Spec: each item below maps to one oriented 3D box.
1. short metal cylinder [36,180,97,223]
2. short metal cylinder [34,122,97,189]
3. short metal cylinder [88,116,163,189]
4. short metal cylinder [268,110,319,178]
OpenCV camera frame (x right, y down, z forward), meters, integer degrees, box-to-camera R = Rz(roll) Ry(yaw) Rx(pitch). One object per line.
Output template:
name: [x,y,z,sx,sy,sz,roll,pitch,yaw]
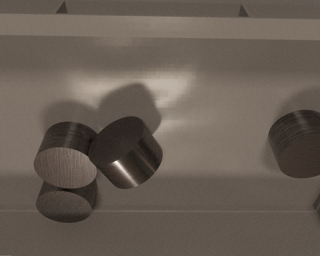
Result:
short metal cylinder: [-0.142,0.102,0.478,0.081,0.050,0.079,0,130,0]
short metal cylinder: [-0.123,0.038,0.423,0.081,0.050,0.079,0,130,0]
short metal cylinder: [-0.044,0.031,0.399,0.080,0.080,0.050,-21,127,17]
short metal cylinder: [0.193,0.022,0.415,0.081,0.050,0.079,0,130,0]
